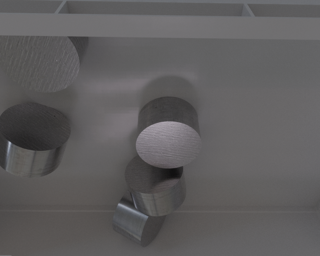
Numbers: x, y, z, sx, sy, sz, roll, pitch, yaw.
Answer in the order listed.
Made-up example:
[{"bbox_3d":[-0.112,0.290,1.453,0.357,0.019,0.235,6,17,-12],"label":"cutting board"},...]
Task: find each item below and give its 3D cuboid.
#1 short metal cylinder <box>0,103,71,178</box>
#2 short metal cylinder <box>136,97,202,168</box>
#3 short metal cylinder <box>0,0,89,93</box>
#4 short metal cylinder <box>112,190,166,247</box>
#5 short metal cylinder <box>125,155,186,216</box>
[{"bbox_3d":[-0.157,0.014,0.384,0.081,0.080,0.050,18,128,-15],"label":"short metal cylinder"},{"bbox_3d":[0.011,0.007,0.398,0.081,0.050,0.079,0,130,0],"label":"short metal cylinder"},{"bbox_3d":[-0.119,-0.084,0.320,0.081,0.050,0.079,0,130,0],"label":"short metal cylinder"},{"bbox_3d":[-0.028,0.134,0.477,0.050,0.080,0.079,21,135,24],"label":"short metal cylinder"},{"bbox_3d":[-0.005,0.076,0.437,0.080,0.080,0.050,-6,130,5],"label":"short metal cylinder"}]
